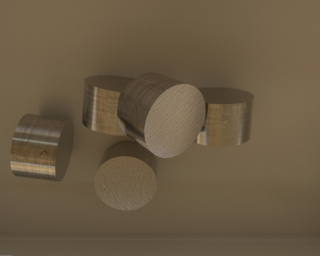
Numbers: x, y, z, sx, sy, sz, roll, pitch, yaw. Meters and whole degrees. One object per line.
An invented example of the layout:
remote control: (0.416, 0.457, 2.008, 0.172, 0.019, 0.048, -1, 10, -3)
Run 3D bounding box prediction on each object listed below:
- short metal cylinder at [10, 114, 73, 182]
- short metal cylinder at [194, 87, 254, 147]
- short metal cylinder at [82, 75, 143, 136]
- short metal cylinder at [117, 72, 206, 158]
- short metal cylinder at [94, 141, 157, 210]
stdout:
short metal cylinder: (-0.145, 0.024, 0.389, 0.050, 0.080, 0.079, 8, 110, -3)
short metal cylinder: (0.071, -0.016, 0.377, 0.081, 0.080, 0.050, -1, 110, 0)
short metal cylinder: (-0.051, -0.029, 0.371, 0.081, 0.080, 0.050, 8, 110, -3)
short metal cylinder: (0.002, -0.015, 0.331, 0.081, 0.050, 0.079, -19, 122, -33)
short metal cylinder: (-0.044, 0.063, 0.421, 0.081, 0.050, 0.079, 0, 110, -1)
